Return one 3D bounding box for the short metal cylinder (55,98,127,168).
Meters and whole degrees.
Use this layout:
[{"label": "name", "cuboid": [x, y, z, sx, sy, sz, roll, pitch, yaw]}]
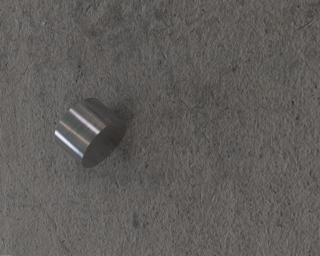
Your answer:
[{"label": "short metal cylinder", "cuboid": [-0.091, 0.007, 0.412, 0.050, 0.080, 0.080, 38, 102, 16]}]
